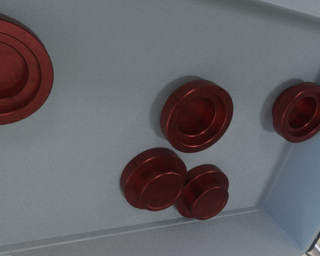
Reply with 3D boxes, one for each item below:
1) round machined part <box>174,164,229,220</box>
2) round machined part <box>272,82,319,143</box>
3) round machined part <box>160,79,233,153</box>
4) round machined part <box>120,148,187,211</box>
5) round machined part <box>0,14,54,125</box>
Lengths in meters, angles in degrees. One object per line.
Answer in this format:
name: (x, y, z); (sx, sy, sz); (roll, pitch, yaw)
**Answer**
round machined part: (0.072, 0.111, 0.505); (0.099, 0.042, 0.097); (-14, 124, -21)
round machined part: (0.222, -0.028, 0.497); (0.099, 0.042, 0.097); (-11, 120, -18)
round machined part: (0.044, -0.019, 0.410); (0.099, 0.042, 0.097); (-14, 124, -21)
round machined part: (-0.004, 0.080, 0.445); (0.099, 0.042, 0.097); (-14, 124, -21)
round machined part: (-0.151, -0.055, 0.281); (0.099, 0.042, 0.097); (-14, 124, -21)
